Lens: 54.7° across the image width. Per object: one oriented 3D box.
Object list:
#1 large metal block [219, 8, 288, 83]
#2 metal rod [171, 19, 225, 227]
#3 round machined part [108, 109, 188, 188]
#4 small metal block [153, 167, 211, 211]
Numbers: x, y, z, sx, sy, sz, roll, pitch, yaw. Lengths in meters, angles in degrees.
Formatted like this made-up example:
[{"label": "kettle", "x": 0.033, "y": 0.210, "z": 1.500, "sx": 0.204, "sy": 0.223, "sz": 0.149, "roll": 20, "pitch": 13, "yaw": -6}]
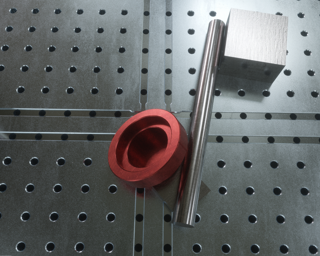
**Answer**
[{"label": "large metal block", "x": 0.132, "y": -0.117, "z": 0.443, "sx": 0.080, "sy": 0.050, "sz": 0.080, "roll": 10, "pitch": 70, "yaw": 3}, {"label": "metal rod", "x": 0.056, "y": -0.025, "z": 0.404, "sx": 0.025, "sy": 0.025, "sz": 0.300, "roll": 11, "pitch": 64, "yaw": 4}, {"label": "round machined part", "x": -0.011, "y": 0.028, "z": 0.377, "sx": 0.098, "sy": 0.042, "sz": 0.098, "roll": -17, "pitch": 49, "yaw": 22}, {"label": "small metal block", "x": 0.026, "y": 0.076, "z": 0.384, "sx": 0.050, "sy": 0.025, "sz": 0.050, "roll": -38, "pitch": 75, "yaw": -13}]
